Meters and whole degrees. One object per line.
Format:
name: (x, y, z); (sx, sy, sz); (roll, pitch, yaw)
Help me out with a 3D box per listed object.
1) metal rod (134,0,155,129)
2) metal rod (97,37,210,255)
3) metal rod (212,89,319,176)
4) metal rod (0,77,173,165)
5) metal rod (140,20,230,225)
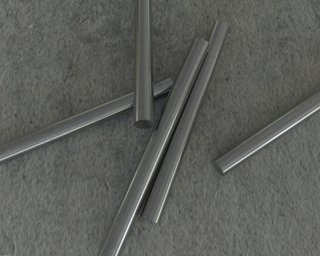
metal rod: (-0.023, -0.138, 0.441); (0.025, 0.025, 0.299); (-1, 64, -1)
metal rod: (-0.002, 0.016, 0.390); (0.025, 0.025, 0.299); (22, 76, 7)
metal rod: (0.199, -0.026, 0.420); (0.301, 0.025, 0.025); (-31, 73, -11)
metal rod: (-0.121, -0.001, 0.406); (0.302, 0.025, 0.025); (-23, 72, -9)
metal rod: (0.040, -0.021, 0.416); (0.025, 0.025, 0.300); (20, 71, 6)
